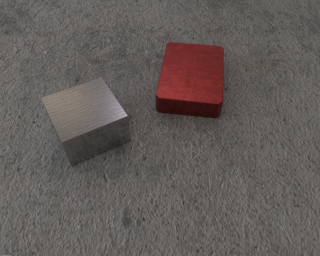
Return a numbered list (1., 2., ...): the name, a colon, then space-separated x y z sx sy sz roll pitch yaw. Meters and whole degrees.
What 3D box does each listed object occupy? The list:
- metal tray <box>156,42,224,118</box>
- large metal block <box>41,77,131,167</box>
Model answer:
1. metal tray: 0.047 -0.076 0.464 0.090 0.030 0.130 6 50 5
2. large metal block: -0.093 -0.010 0.395 0.081 0.050 0.080 -24 54 -19
